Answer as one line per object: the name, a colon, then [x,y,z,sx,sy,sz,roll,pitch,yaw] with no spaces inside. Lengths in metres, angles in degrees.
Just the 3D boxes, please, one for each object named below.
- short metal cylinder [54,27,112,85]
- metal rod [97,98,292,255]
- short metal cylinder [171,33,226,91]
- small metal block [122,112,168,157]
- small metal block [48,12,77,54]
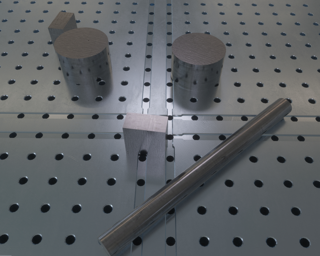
short metal cylinder: [-0.119,-0.114,0.486,0.081,0.050,0.080,0,50,0]
metal rod: [0.059,0.044,0.370,0.302,0.025,0.025,-33,58,-25]
short metal cylinder: [0.058,-0.103,0.478,0.081,0.050,0.080,0,50,0]
small metal block: [-0.017,0.009,0.384,0.050,0.050,0.025,6,51,5]
small metal block: [-0.161,-0.160,0.525,0.025,0.050,0.050,8,51,6]
